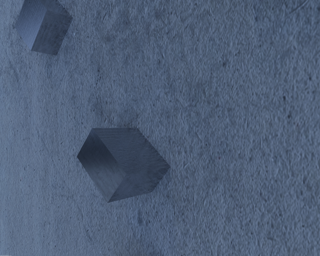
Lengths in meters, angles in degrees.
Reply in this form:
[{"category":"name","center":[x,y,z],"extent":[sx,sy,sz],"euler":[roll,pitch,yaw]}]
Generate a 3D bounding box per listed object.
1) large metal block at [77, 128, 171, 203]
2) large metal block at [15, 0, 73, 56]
[{"category":"large metal block","center":[-0.048,0.045,0.409],"extent":[0.080,0.081,0.050],"euler":[48,119,29]},{"category":"large metal block","center":[-0.213,-0.192,0.565],"extent":[0.080,0.050,0.080],"euler":[49,119,28]}]
